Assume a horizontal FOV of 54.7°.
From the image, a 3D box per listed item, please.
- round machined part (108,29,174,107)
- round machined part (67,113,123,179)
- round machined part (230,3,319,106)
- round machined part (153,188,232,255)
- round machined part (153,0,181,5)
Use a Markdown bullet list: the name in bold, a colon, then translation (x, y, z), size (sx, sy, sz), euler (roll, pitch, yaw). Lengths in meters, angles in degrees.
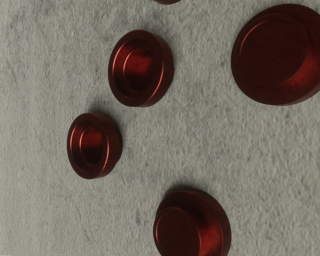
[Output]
- **round machined part**: translation (-0.020, -0.076, 0.409), size (0.098, 0.042, 0.097), euler (0, 90, 39)
- **round machined part**: translation (-0.095, 0.027, 0.469), size (0.098, 0.042, 0.097), euler (0, 90, 39)
- **round machined part**: translation (0.113, -0.071, 0.300), size (0.098, 0.042, 0.097), euler (0, 90, 39)
- **round machined part**: translation (0.031, 0.124, 0.367), size (0.098, 0.042, 0.097), euler (0, 90, 39)
- **round machined part**: translation (0.005, -0.211, 0.388), size (0.098, 0.042, 0.097), euler (0, 90, 39)
